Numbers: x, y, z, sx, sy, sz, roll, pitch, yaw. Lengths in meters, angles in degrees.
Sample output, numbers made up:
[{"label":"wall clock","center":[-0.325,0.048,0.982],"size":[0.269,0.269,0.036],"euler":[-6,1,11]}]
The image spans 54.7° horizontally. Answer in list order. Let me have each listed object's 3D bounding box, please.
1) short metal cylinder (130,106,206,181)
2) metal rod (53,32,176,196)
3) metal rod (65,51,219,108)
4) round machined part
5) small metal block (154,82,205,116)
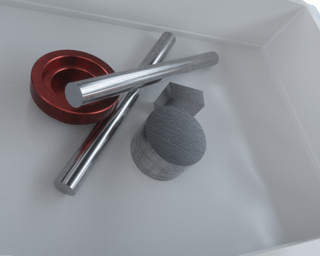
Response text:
[{"label":"short metal cylinder","center":[0.010,0.019,0.385],"size":[0.081,0.050,0.080],"euler":[14,56,-21]},{"label":"metal rod","center":[-0.042,-0.042,0.409],"size":[0.025,0.025,0.301],"euler":[34,51,-7]},{"label":"metal rod","center":[0.003,-0.075,0.413],"size":[0.025,0.025,0.302],"euler":[53,39,9]},{"label":"round machined part","center":[-0.099,-0.043,0.363],"size":[0.099,0.042,0.098],"euler":[14,50,-17]},{"label":"small metal block","center":[0.025,-0.033,0.425],"size":[0.050,0.050,0.025],"euler":[12,57,-22]}]
